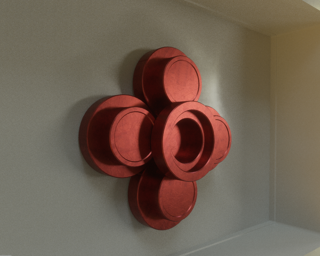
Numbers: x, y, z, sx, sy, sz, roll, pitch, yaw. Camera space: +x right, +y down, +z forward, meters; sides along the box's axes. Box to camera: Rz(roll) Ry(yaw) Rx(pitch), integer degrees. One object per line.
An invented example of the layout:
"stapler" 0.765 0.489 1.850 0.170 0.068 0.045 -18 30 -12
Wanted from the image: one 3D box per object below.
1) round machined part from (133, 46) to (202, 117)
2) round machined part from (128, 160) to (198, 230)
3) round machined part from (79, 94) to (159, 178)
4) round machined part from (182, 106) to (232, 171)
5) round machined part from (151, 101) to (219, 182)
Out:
"round machined part" 0.017 -0.058 0.405 0.099 0.042 0.097 0 90 -40
"round machined part" 0.010 0.083 0.402 0.099 0.042 0.097 2 87 -41
"round machined part" -0.039 0.010 0.359 0.099 0.042 0.097 0 90 -40
"round machined part" 0.066 0.016 0.448 0.099 0.042 0.097 0 90 -40
"round machined part" 0.027 0.016 0.388 0.099 0.042 0.097 0 90 -40
